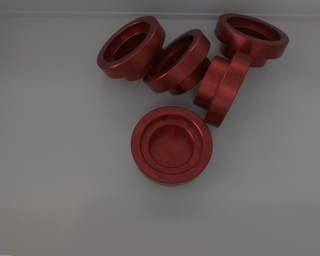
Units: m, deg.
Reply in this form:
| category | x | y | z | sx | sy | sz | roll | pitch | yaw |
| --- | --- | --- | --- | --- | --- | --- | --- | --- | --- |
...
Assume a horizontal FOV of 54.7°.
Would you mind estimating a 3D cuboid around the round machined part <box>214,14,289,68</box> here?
| category | x | y | z | sx | sy | sz | roll | pitch | yaw |
| --- | --- | --- | --- | --- | --- | --- | --- | --- | --- |
| round machined part | 0.122 | -0.119 | 0.429 | 0.099 | 0.042 | 0.098 | 10 | 38 | -8 |

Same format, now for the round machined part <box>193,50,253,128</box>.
| category | x | y | z | sx | sy | sz | roll | pitch | yaw |
| --- | --- | --- | --- | --- | --- | --- | --- | --- | --- |
| round machined part | 0.075 | -0.052 | 0.390 | 0.042 | 0.098 | 0.098 | 26 | 72 | 7 |

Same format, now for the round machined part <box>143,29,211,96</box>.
| category | x | y | z | sx | sy | sz | roll | pitch | yaw |
| --- | --- | --- | --- | --- | --- | --- | --- | --- | --- |
| round machined part | 0.027 | -0.081 | 0.411 | 0.042 | 0.098 | 0.098 | 44 | 72 | -24 |

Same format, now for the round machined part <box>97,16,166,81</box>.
| category | x | y | z | sx | sy | sz | roll | pitch | yaw |
| --- | --- | --- | --- | --- | --- | --- | --- | --- | --- |
| round machined part | -0.034 | -0.102 | 0.420 | 0.098 | 0.042 | 0.098 | -23 | 42 | 23 |

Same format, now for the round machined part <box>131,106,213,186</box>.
| category | x | y | z | sx | sy | sz | roll | pitch | yaw |
| --- | --- | --- | --- | --- | --- | --- | --- | --- | --- |
| round machined part | 0.014 | 0.025 | 0.391 | 0.099 | 0.042 | 0.098 | 0 | 70 | 0 |
